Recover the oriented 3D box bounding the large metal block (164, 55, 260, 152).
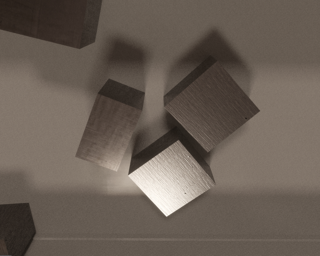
[{"bbox_3d":[0.062,-0.031,0.388,0.080,0.050,0.080,-41,106,13],"label":"large metal block"}]

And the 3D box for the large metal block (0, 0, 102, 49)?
[{"bbox_3d":[-0.114,-0.124,0.335,0.081,0.080,0.050,13,110,-5],"label":"large metal block"}]

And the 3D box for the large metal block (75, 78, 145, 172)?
[{"bbox_3d":[-0.058,-0.007,0.379,0.050,0.080,0.079,21,109,-8],"label":"large metal block"}]

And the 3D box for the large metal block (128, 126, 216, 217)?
[{"bbox_3d":[0.016,0.058,0.420,0.080,0.050,0.080,-36,107,12],"label":"large metal block"}]

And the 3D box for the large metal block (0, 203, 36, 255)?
[{"bbox_3d":[-0.234,0.152,0.435,0.081,0.080,0.050,-4,110,1],"label":"large metal block"}]
